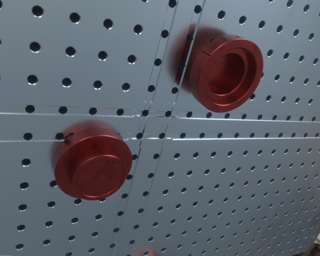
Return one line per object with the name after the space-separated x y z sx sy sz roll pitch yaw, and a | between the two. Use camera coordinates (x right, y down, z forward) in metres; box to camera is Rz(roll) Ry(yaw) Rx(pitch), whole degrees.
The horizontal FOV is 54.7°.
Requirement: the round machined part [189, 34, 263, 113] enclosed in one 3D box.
0.081 -0.073 0.401 0.099 0.042 0.097 -14 125 -21 | round machined part

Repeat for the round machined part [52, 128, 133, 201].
-0.081 0.052 0.389 0.099 0.042 0.097 -14 124 -21 | round machined part
